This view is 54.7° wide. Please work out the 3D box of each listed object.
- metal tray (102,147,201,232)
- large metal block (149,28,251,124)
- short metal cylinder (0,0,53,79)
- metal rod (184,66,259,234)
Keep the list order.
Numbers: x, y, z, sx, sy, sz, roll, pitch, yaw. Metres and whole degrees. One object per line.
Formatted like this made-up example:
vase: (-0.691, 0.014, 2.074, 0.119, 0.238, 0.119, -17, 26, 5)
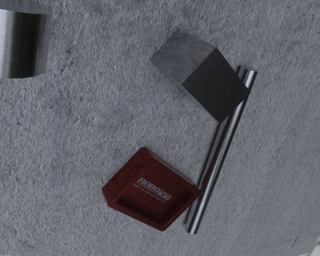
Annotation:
metal tray: (-0.009, 0.095, 0.459, 0.090, 0.030, 0.130, -47, 130, 4)
large metal block: (0.045, -0.061, 0.360, 0.050, 0.080, 0.080, -47, 130, 5)
short metal cylinder: (-0.132, -0.078, 0.251, 0.081, 0.080, 0.050, 1, 118, -30)
metal rod: (0.089, 0.049, 0.488, 0.025, 0.025, 0.298, 0, 119, -29)
